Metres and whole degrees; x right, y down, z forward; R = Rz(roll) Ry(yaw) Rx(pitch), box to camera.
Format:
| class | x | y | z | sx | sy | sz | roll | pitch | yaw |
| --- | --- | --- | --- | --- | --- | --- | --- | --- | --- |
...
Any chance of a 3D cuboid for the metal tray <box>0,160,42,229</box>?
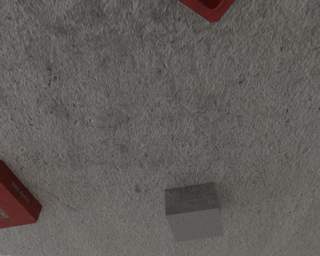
| class | x | y | z | sx | sy | sz | roll | pitch | yaw |
| --- | --- | --- | --- | --- | --- | --- | --- | --- | --- |
| metal tray | -0.263 | 0.110 | 0.495 | 0.090 | 0.030 | 0.129 | -12 | 130 | 9 |

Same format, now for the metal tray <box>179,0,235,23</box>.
| class | x | y | z | sx | sy | sz | roll | pitch | yaw |
| --- | --- | --- | --- | --- | --- | --- | --- | --- | --- |
| metal tray | 0.024 | -0.164 | 0.264 | 0.131 | 0.030 | 0.090 | 26 | 125 | -21 |

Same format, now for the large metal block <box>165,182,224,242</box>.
| class | x | y | z | sx | sy | sz | roll | pitch | yaw |
| --- | --- | --- | --- | --- | --- | --- | --- | --- | --- |
| large metal block | 0.057 | 0.140 | 0.510 | 0.080 | 0.050 | 0.080 | -11 | 130 | 9 |
